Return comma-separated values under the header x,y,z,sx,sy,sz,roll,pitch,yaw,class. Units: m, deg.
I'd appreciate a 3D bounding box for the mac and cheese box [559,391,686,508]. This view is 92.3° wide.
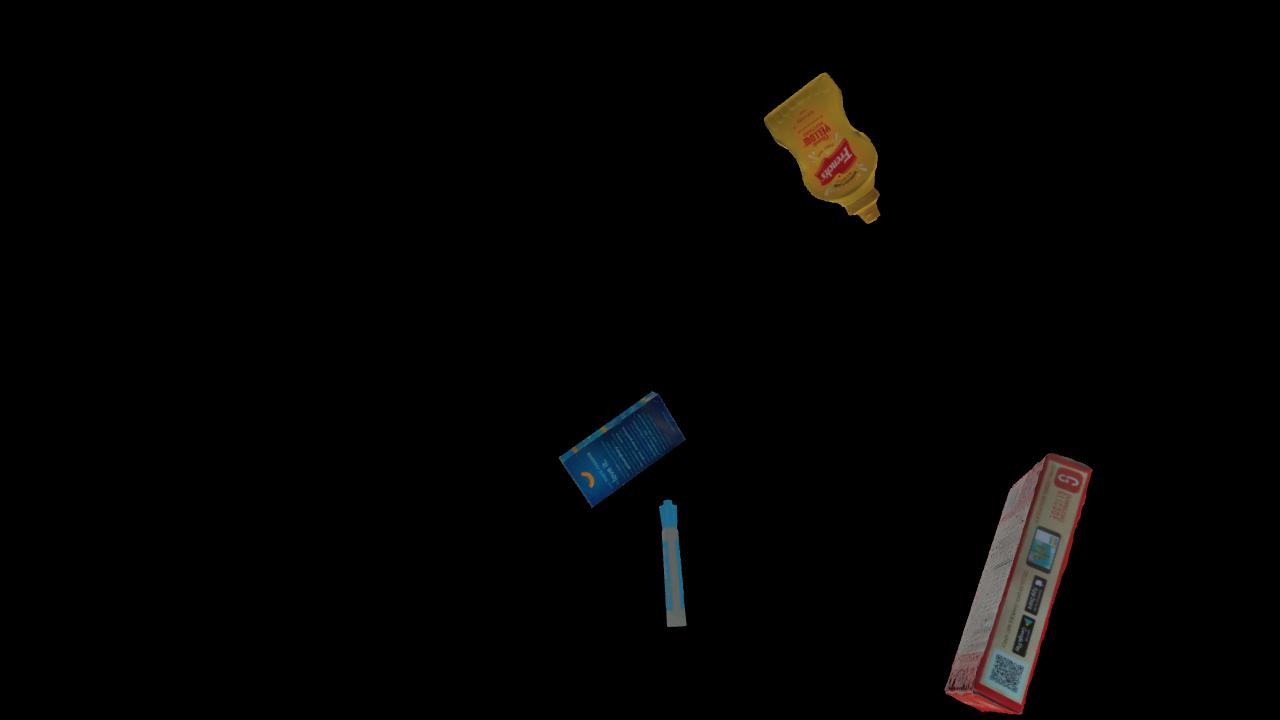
x,y,z,sx,sy,sz,roll,pitch,yaw,class
-0.027,0.140,0.976,0.184,0.093,0.041,-34,16,-11,mac and cheese box

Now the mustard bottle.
x,y,z,sx,sy,sz,roll,pitch,yaw,class
0.239,-0.247,0.755,0.092,0.184,0.054,-33,9,24,mustard bottle

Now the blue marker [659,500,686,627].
x,y,z,sx,sy,sz,roll,pitch,yaw,class
0.032,0.201,0.616,0.020,0.121,0.020,-3,-23,-1,blue marker

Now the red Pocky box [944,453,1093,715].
x,y,z,sx,sy,sz,roll,pitch,yaw,class
0.238,0.142,0.389,0.028,0.155,0.083,22,-19,23,red Pocky box
